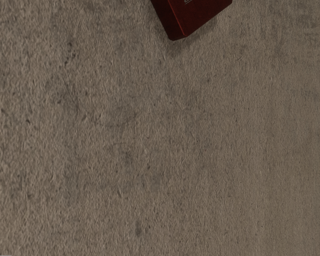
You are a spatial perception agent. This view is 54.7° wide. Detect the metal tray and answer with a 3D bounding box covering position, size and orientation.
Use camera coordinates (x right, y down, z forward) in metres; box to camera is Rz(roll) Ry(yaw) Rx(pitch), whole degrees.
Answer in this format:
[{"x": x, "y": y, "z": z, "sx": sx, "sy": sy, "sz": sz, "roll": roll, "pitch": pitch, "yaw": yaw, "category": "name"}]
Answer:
[{"x": 0.045, "y": -0.194, "z": 0.441, "sx": 0.131, "sy": 0.030, "sz": 0.090, "roll": -44, "pitch": 117, "yaw": -31, "category": "metal tray"}]
